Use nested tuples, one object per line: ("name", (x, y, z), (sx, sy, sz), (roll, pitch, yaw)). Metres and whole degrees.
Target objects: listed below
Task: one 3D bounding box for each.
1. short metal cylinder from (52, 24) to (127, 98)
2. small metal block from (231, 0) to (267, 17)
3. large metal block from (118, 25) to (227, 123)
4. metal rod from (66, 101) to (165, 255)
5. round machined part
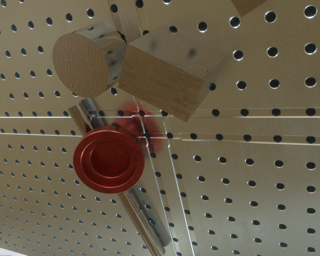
("short metal cylinder", (-0.084, -0.084, 0.386), (0.080, 0.050, 0.079), (13, 124, 20))
("small metal block", (0.085, -0.139, 0.280), (0.050, 0.025, 0.050), (-27, 104, 37))
("large metal block", (0.015, -0.061, 0.329), (0.080, 0.080, 0.050), (28, 128, 10))
("metal rod", (-0.064, 0.094, 0.500), (0.025, 0.025, 0.299), (-14, 112, 33))
("round machined part", (-0.070, 0.042, 0.445), (0.099, 0.042, 0.097), (0, 110, 0))
